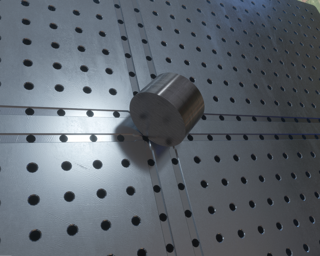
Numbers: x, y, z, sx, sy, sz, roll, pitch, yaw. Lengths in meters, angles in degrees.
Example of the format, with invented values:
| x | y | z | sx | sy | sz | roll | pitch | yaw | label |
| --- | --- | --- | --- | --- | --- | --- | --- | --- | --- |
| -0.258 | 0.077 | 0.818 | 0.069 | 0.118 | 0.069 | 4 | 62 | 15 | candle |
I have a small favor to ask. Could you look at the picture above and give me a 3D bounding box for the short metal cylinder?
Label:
| x | y | z | sx | sy | sz | roll | pitch | yaw | label |
| --- | --- | --- | --- | --- | --- | --- | --- | --- | --- |
| 0.009 | -0.023 | 0.392 | 0.080 | 0.080 | 0.050 | 42 | 51 | 0 | short metal cylinder |
